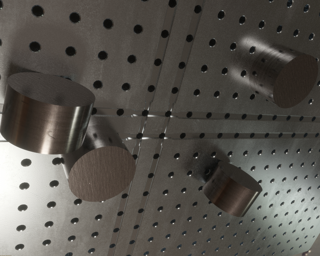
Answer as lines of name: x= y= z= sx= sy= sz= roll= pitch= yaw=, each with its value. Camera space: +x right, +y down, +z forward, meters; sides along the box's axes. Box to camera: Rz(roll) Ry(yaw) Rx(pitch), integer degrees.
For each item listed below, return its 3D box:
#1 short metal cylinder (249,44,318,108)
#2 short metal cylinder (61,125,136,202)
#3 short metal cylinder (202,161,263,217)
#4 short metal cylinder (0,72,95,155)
short metal cylinder: x=0.178 y=-0.075 z=0.449 sx=0.081 sy=0.050 sz=0.079 roll=-14 pitch=125 yaw=-21
short metal cylinder: x=-0.077 y=0.043 z=0.381 sx=0.081 sy=0.050 sz=0.079 roll=-14 pitch=125 yaw=-21
short metal cylinder: x=0.117 y=0.098 z=0.502 sx=0.081 sy=0.080 sz=0.050 roll=18 pitch=109 yaw=-36
short metal cylinder: x=-0.110 y=-0.016 z=0.306 sx=0.081 sy=0.080 sz=0.050 roll=6 pitch=115 yaw=-32
